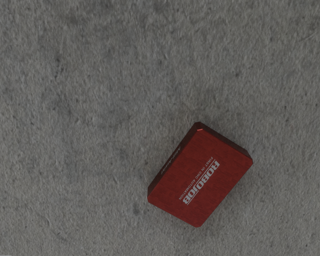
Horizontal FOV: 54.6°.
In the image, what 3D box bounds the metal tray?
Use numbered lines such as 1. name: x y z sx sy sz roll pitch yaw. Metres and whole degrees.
1. metal tray: 0.053 0.067 0.432 0.090 0.030 0.129 31 107 -11
